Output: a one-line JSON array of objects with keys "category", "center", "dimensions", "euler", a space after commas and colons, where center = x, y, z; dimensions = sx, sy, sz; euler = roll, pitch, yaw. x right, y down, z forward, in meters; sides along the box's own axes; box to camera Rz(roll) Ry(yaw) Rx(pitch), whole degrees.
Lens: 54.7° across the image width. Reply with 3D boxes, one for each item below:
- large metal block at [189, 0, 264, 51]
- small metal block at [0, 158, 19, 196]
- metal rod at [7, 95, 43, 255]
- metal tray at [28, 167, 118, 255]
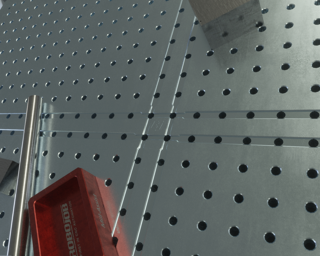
[{"category": "large metal block", "center": [0.093, -0.173, 0.449], "dimensions": [0.080, 0.050, 0.080], "euler": [-25, 53, 13]}, {"category": "small metal block", "center": [-0.254, 0.076, 0.495], "dimensions": [0.050, 0.025, 0.050], "euler": [6, 64, 30]}, {"category": "metal rod", "center": [-0.203, 0.070, 0.471], "dimensions": [0.025, 0.025, 0.299], "euler": [-21, 54, 16]}, {"category": "metal tray", "center": [-0.113, 0.125, 0.387], "dimensions": [0.090, 0.030, 0.130], "euler": [-33, 51, 7]}]
